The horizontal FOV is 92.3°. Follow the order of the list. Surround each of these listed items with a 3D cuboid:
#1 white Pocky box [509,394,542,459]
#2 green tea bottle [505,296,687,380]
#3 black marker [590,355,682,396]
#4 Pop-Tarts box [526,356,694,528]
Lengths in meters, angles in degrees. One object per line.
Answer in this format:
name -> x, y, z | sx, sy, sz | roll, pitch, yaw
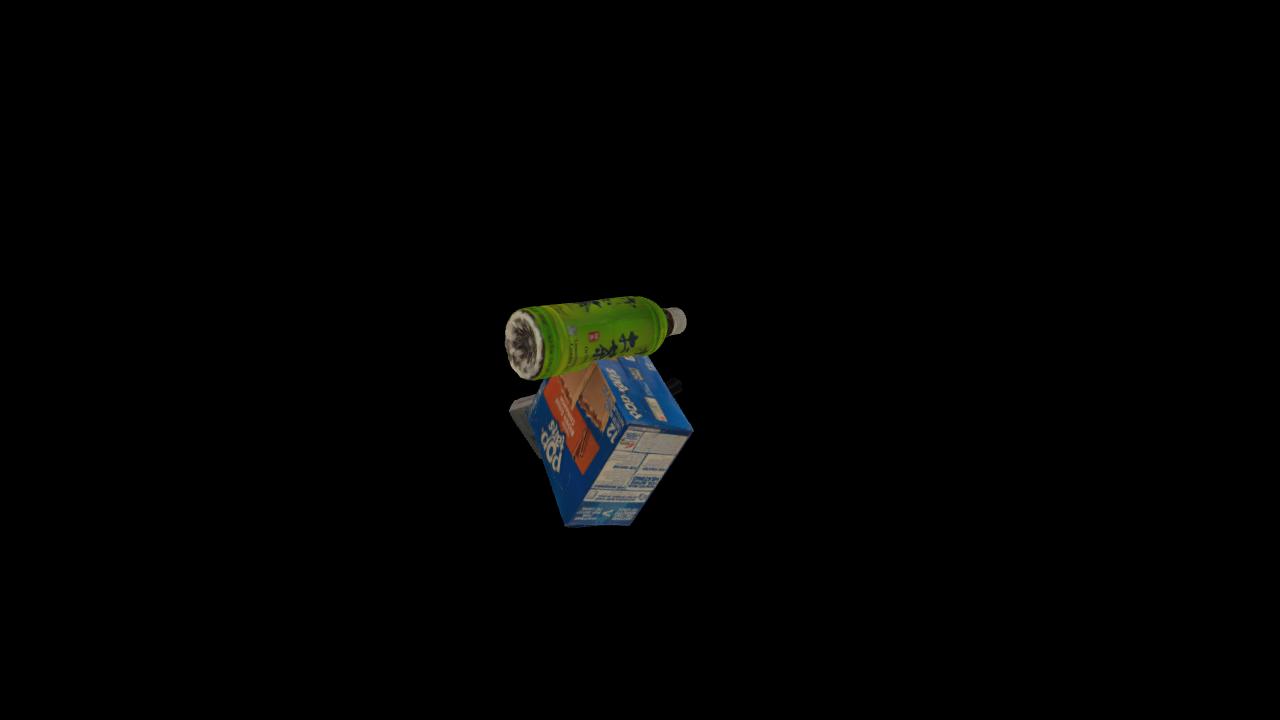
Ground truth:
white Pocky box -> -0.070, 0.066, 0.730 | 0.154, 0.084, 0.028 | -17, 28, 18
green tea bottle -> -0.034, -0.029, 0.637 | 0.212, 0.073, 0.073 | -13, 9, -44
black marker -> 0.004, 0.051, 0.671 | 0.121, 0.020, 0.020 | -32, 20, -37
Pop-Tarts box -> -0.041, 0.064, 0.645 | 0.083, 0.141, 0.167 | 11, 32, -33
